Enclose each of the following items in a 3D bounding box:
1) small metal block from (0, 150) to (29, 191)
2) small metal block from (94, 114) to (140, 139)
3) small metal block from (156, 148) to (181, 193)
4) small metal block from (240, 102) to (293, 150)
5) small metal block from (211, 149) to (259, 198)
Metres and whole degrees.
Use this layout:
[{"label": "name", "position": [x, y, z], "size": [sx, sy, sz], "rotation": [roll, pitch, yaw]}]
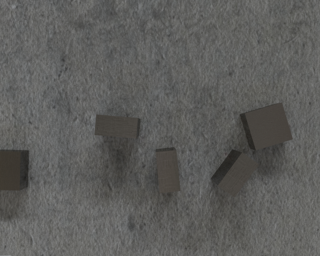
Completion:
[{"label": "small metal block", "position": [-0.204, 0.054, 0.407], "size": [0.050, 0.025, 0.050], "rotation": [2, 90, -1]}, {"label": "small metal block", "position": [-0.053, -0.002, 0.397], "size": [0.050, 0.050, 0.025], "rotation": [5, 90, -1]}, {"label": "small metal block", "position": [0.010, 0.052, 0.398], "size": [0.025, 0.050, 0.050], "rotation": [-6, 90, 0]}, {"label": "small metal block", "position": [0.141, -0.002, 0.412], "size": [0.050, 0.025, 0.050], "rotation": [-17, 90, -1]}, {"label": "small metal block", "position": [0.095, 0.057, 0.399], "size": [0.025, 0.050, 0.050], "rotation": [36, 90, -1]}]
